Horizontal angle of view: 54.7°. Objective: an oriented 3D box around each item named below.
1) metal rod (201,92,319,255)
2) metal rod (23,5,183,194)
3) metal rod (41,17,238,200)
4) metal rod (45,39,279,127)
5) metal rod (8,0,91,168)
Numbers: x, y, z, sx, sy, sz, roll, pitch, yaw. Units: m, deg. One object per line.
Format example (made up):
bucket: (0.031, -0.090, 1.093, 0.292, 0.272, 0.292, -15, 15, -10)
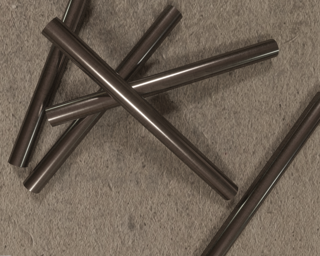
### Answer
metal rod: (0.134, 0.080, 0.411, 0.025, 0.025, 0.299, 36, 90, -1)
metal rod: (-0.075, -0.038, 0.408, 0.025, 0.025, 0.300, 39, 90, -1)
metal rod: (-0.012, -0.012, 0.372, 0.300, 0.025, 0.025, 43, 90, -16)
metal rod: (0.009, -0.060, 0.393, 0.302, 0.025, 0.025, -18, 90, -7)
metal rod: (-0.134, -0.092, 0.408, 0.025, 0.025, 0.299, 21, 90, -1)
